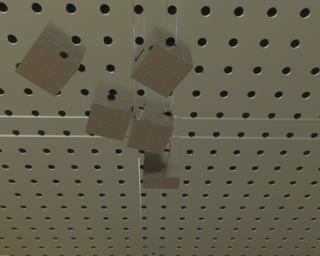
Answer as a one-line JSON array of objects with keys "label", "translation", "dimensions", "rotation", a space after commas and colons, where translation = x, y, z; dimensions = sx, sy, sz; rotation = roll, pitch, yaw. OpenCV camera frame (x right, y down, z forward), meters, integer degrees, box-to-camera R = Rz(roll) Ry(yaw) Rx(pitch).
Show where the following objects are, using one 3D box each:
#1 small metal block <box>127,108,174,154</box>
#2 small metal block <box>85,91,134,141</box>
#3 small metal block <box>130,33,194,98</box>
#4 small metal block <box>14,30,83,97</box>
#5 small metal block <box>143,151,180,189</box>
[{"label": "small metal block", "translation": [-0.013, 0.005, 0.416], "dimensions": [0.050, 0.025, 0.050], "rotation": [12, 129, -11]}, {"label": "small metal block", "translation": [-0.065, -0.014, 0.399], "dimensions": [0.050, 0.025, 0.050], "rotation": [14, 129, -12]}, {"label": "small metal block", "translation": [0.002, -0.070, 0.353], "dimensions": [0.050, 0.025, 0.050], "rotation": [28, 125, -22]}, {"label": "small metal block", "translation": [-0.125, -0.071, 0.349], "dimensions": [0.050, 0.025, 0.050], "rotation": [35, 122, -26]}, {"label": "small metal block", "translation": [0.002, 0.060, 0.446], "dimensions": [0.050, 0.050, 0.025], "rotation": [2, 130, -2]}]
